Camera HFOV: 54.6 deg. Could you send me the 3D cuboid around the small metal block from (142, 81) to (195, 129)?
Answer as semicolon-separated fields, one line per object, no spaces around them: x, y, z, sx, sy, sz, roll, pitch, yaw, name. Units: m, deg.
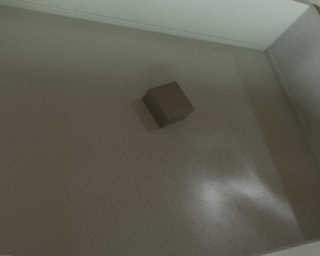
0.012;-0.033;0.432;0.050;0.025;0.050;-23;74;-36;small metal block
